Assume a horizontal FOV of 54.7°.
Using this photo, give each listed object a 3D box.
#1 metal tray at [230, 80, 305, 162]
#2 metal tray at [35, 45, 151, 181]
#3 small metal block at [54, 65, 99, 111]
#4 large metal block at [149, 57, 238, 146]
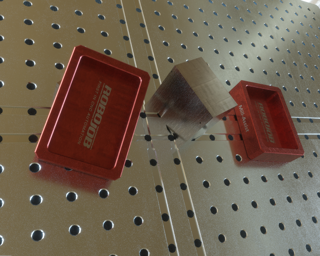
[{"bbox_3d":[0.172,-0.011,0.503,0.091,0.030,0.130,6,59,-25],"label":"metal tray"},{"bbox_3d":[-0.072,-0.016,0.346,0.091,0.030,0.130,20,75,-17],"label":"metal tray"},{"bbox_3d":[-0.093,-0.044,0.385,0.050,0.025,0.050,42,51,1],"label":"small metal block"},{"bbox_3d":[0.042,-0.034,0.416,0.050,0.080,0.080,-26,76,-37],"label":"large metal block"}]
